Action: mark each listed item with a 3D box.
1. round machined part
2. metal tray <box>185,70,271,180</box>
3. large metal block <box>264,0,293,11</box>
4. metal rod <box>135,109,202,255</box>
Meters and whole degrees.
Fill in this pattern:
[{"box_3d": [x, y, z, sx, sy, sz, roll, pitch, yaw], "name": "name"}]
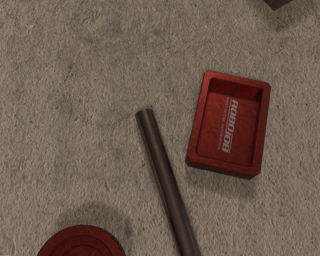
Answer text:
[{"box_3d": [-0.084, 0.158, 0.340, 0.099, 0.042, 0.098, 0, 70, -1], "name": "round machined part"}, {"box_3d": [0.090, -0.006, 0.408, 0.090, 0.030, 0.130, 13, 70, 4], "name": "metal tray"}, {"box_3d": [0.192, -0.246, 0.487, 0.080, 0.050, 0.080, -32, 73, -11], "name": "large metal block"}, {"box_3d": [0.024, 0.114, 0.366, 0.025, 0.025, 0.299, -16, 71, -6], "name": "metal rod"}]
